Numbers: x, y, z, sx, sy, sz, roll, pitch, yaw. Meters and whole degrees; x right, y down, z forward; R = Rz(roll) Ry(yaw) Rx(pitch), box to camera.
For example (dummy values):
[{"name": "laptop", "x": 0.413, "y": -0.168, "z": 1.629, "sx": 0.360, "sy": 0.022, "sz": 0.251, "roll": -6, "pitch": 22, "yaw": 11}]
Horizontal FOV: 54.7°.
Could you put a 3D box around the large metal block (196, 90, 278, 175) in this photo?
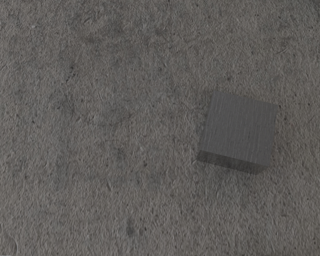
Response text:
[{"name": "large metal block", "x": 0.096, "y": 0.007, "z": 0.393, "sx": 0.080, "sy": 0.050, "sz": 0.080, "roll": 14, "pitch": 71, "yaw": 5}]
